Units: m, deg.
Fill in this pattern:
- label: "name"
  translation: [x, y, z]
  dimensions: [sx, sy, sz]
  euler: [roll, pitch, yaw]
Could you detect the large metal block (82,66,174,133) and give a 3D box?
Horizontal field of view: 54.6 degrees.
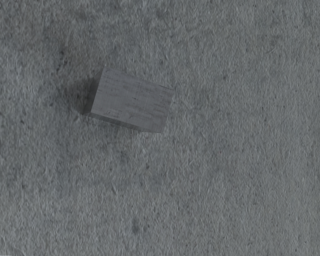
- label: "large metal block"
  translation: [-0.041, -0.029, 0.365]
  dimensions: [0.080, 0.080, 0.050]
  euler: [17, 85, -19]
